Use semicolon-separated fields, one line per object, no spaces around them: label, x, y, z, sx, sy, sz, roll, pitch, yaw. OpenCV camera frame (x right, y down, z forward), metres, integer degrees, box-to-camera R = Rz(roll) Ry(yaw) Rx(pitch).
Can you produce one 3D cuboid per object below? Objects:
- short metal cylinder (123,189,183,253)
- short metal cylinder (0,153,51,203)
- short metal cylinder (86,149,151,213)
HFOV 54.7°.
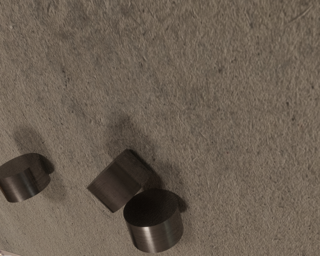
short metal cylinder;-0.009;0.135;0.458;0.080;0.080;0.050;2;119;27
short metal cylinder;-0.244;0.087;0.551;0.080;0.080;0.050;-3;117;29
short metal cylinder;-0.059;0.075;0.447;0.050;0.080;0.080;46;129;-4
